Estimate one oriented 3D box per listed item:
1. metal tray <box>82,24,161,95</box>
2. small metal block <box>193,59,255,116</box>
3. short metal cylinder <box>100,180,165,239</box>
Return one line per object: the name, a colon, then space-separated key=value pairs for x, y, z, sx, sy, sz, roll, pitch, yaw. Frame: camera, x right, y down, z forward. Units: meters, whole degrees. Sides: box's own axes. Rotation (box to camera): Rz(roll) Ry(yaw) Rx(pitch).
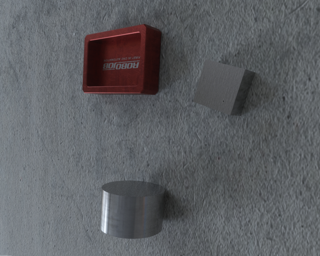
metal tray: x=-0.059 y=-0.094 z=0.450 sx=0.130 sy=0.030 sz=0.089 roll=5 pitch=93 yaw=39
small metal block: x=0.071 y=-0.045 z=0.347 sx=0.050 sy=0.025 sz=0.050 roll=25 pitch=106 yaw=37
short metal cylinder: x=-0.035 y=0.102 z=0.399 sx=0.080 sy=0.081 sz=0.050 roll=6 pitch=94 yaw=40
